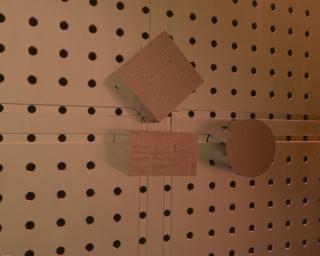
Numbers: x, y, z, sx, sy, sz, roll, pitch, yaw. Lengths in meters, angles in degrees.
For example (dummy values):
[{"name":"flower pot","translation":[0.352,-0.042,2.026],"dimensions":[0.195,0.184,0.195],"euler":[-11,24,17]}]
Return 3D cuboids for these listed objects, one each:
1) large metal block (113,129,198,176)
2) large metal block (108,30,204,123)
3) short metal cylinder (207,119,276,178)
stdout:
[{"name":"large metal block","translation":[-0.008,0.028,0.380],"dimensions":[0.081,0.080,0.050],"euler":[3,89,-20]},{"name":"large metal block","translation":[-0.006,-0.063,0.397],"dimensions":[0.080,0.050,0.080],"euler":[-44,104,-15]},{"name":"short metal cylinder","translation":[0.115,0.027,0.442],"dimensions":[0.081,0.050,0.080],"euler":[0,90,-20]}]
